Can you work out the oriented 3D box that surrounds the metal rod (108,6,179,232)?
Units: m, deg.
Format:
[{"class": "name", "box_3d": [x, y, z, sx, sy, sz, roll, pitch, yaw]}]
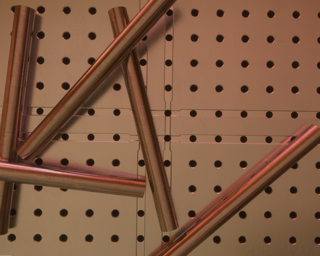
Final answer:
[{"class": "metal rod", "box_3d": [-0.022, -0.011, 0.413, 0.025, 0.025, 0.298, -14, 90, 0]}]

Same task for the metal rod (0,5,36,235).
[{"class": "metal rod", "box_3d": [-0.197, -0.010, 0.410, 0.025, 0.025, 0.298, 7, 90, -1]}]

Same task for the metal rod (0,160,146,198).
[{"class": "metal rod", "box_3d": [-0.169, 0.058, 0.390, 0.302, 0.025, 0.025, 9, 90, -9]}]

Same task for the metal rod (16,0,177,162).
[{"class": "metal rod", "box_3d": [-0.077, -0.071, 0.392, 0.025, 0.025, 0.300, 44, 97, -1]}]

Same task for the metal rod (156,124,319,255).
[{"class": "metal rod", "box_3d": [0.098, 0.101, 0.414, 0.300, 0.025, 0.025, -40, 91, -1]}]
